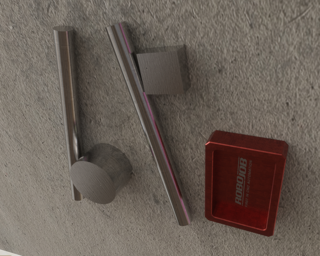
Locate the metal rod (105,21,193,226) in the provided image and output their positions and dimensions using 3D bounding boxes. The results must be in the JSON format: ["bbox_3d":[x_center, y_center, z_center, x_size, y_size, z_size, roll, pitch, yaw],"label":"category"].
[{"bbox_3d":[-0.007,0.010,0.415,0.025,0.025,0.298,-5,116,30],"label":"metal rod"}]

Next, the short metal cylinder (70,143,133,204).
[{"bbox_3d":[-0.090,0.070,0.480,0.080,0.050,0.079,13,124,20],"label":"short metal cylinder"}]

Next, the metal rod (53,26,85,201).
[{"bbox_3d":[-0.134,-0.002,0.473,0.025,0.025,0.298,17,125,18],"label":"metal rod"}]

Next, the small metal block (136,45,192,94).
[{"bbox_3d":[0.005,-0.067,0.361,0.050,0.025,0.050,2,120,26],"label":"small metal block"}]

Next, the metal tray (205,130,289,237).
[{"bbox_3d":[0.105,0.071,0.391,0.090,0.030,0.129,9,123,22],"label":"metal tray"}]
